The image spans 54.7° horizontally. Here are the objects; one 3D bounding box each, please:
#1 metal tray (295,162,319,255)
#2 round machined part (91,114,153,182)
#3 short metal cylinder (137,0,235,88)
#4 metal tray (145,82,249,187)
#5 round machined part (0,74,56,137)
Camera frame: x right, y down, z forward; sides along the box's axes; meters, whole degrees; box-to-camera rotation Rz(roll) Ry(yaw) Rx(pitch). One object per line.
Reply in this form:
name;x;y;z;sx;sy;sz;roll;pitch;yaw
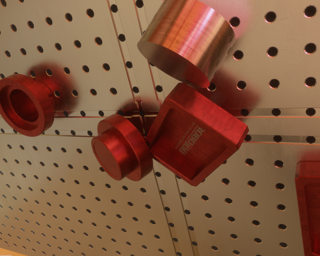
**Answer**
metal tray;0.212;0.101;0.358;0.090;0.030;0.129;-3;117;29
round machined part;-0.058;0.033;0.426;0.098;0.042;0.097;36;144;32
short metal cylinder;0.025;-0.082;0.303;0.080;0.080;0.050;29;85;9
metal tray;0.034;0.015;0.371;0.090;0.030;0.129;35;148;4
round machined part;-0.203;-0.038;0.481;0.098;0.042;0.097;13;124;20
